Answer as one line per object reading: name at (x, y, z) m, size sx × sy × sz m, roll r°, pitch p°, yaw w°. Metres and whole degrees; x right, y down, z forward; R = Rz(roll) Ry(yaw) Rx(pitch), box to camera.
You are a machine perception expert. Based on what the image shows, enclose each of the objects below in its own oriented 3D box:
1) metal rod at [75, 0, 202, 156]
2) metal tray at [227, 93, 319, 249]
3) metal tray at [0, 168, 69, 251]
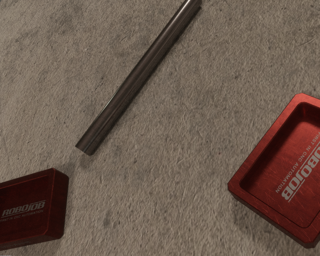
metal rod at (-0.027, -0.088, 0.469) m, size 0.025 × 0.025 × 0.300 m, roll 26°, pitch 75°, yaw 36°
metal tray at (0.141, 0.036, 0.303) m, size 0.090 × 0.030 × 0.130 m, roll 33°, pitch 80°, yaw 38°
metal tray at (-0.192, 0.115, 0.428) m, size 0.130 × 0.030 × 0.090 m, roll -17°, pitch 55°, yaw 18°
